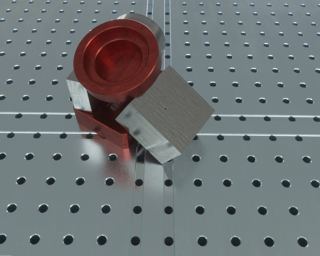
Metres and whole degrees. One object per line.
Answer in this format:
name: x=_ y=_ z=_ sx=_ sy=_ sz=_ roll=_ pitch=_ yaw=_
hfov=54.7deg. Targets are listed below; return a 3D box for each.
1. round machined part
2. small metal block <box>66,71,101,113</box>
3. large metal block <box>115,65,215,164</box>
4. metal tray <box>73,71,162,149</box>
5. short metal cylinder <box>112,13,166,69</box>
round machined part: x=-0.046 y=-0.074 z=0.361 sx=0.098 sy=0.042 sz=0.098 roll=-4 pitch=70 yaw=10
small metal block: x=-0.091 y=-0.057 z=0.397 sx=0.025 sy=0.050 sz=0.050 roll=15 pitch=52 yaw=12
large metal block: x=0.007 y=-0.016 z=0.381 sx=0.080 sy=0.050 sz=0.080 roll=44 pitch=57 yaw=-5
metal tray: x=-0.044 y=-0.040 z=0.438 sx=0.090 sy=0.030 sz=0.131 roll=28 pitch=55 yaw=21
short metal cylinder: x=-0.037 y=-0.106 z=0.421 sx=0.080 sy=0.080 sz=0.050 roll=10 pitch=51 yaw=8
